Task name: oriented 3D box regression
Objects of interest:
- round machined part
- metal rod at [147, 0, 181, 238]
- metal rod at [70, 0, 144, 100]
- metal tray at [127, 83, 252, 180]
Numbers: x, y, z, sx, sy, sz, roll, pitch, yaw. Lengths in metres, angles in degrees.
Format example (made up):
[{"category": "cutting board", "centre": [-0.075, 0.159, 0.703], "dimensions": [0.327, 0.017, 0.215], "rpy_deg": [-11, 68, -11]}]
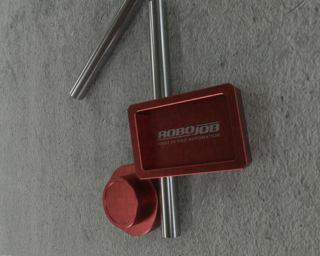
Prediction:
[{"category": "round machined part", "centre": [-0.041, 0.099, 0.426], "dimensions": [0.098, 0.042, 0.097], "rpy_deg": [0, 90, 39]}, {"category": "metal rod", "centre": [0.005, -0.014, 0.398], "dimensions": [0.025, 0.025, 0.298], "rpy_deg": [-6, 86, 39]}, {"category": "metal rod", "centre": [-0.055, -0.157, 0.447], "dimensions": [0.298, 0.025, 0.025], "rpy_deg": [-51, 61, 27]}, {"category": "metal tray", "centre": [0.030, 0.007, 0.354], "dimensions": [0.130, 0.030, 0.089], "rpy_deg": [-10, 85, 25]}]
